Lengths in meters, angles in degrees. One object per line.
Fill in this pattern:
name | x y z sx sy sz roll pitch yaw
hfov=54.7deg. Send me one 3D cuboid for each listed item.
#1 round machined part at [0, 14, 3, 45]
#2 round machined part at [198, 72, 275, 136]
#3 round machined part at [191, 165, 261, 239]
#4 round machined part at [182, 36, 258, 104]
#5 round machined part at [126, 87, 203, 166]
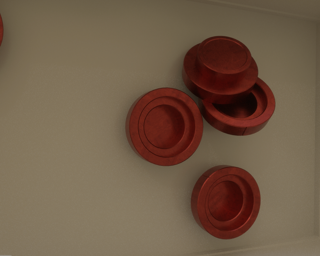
round machined part | -0.216 -0.104 0.309 0.099 0.042 0.097 -6 99 -43
round machined part | 0.101 -0.030 0.422 0.099 0.042 0.098 2 57 -3
round machined part | 0.087 0.100 0.434 0.099 0.042 0.097 0 90 -20
round machined part | 0.080 -0.082 0.405 0.099 0.042 0.098 2 56 -3
round machined part | 0.003 -0.002 0.402 0.099 0.042 0.097 0 90 -20
